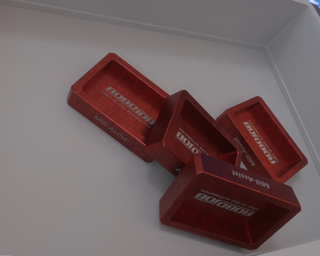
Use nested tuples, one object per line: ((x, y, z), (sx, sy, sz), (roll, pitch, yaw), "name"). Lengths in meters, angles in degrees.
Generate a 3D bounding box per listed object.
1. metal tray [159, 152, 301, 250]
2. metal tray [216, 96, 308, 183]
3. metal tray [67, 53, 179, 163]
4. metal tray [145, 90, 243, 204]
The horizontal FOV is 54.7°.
((0.076, 0.087, 0.348), (0.131, 0.089, 0.030), (21, 33, -16), "metal tray")
((0.156, 0.020, 0.473), (0.091, 0.030, 0.130), (-23, 74, -36), "metal tray")
((-0.039, -0.028, 0.398), (0.130, 0.030, 0.090), (37, 51, -3), "metal tray")
((0.049, 0.027, 0.384), (0.130, 0.030, 0.090), (42, 48, -25), "metal tray")
